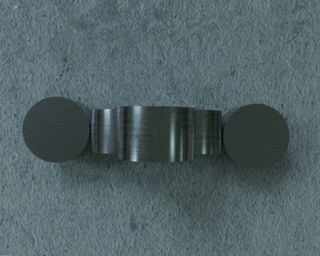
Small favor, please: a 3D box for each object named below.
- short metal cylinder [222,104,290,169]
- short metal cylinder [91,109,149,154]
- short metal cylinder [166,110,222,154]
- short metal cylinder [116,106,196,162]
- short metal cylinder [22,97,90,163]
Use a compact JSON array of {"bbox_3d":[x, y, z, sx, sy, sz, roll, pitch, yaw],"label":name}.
[{"bbox_3d":[0.116,0.010,0.399,0.081,0.050,0.080,0,91,-1],"label":"short metal cylinder"},{"bbox_3d":[-0.044,0.004,0.383,0.081,0.080,0.050,0,90,0],"label":"short metal cylinder"},{"bbox_3d":[0.036,0.005,0.384,0.081,0.080,0.050,0,89,0],"label":"short metal cylinder"},{"bbox_3d":[-0.004,0.005,0.314,0.081,0.080,0.050,1,91,0],"label":"short metal cylinder"},{"bbox_3d":[-0.125,0.002,0.397,0.081,0.050,0.080,0,90,-1],"label":"short metal cylinder"}]
